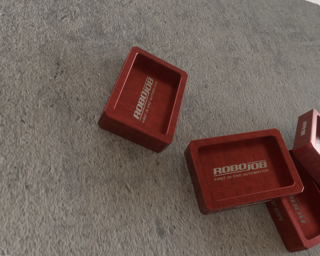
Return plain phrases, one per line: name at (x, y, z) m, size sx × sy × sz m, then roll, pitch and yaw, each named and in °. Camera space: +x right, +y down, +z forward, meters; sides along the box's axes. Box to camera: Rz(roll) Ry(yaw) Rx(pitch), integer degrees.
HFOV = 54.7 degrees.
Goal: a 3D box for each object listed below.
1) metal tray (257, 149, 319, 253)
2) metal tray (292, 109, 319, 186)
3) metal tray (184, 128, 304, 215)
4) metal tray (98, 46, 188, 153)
metal tray at (0.193, 0.098, 0.443) m, size 0.091 × 0.030 × 0.130 m, roll -7°, pitch 65°, yaw -31°
metal tray at (0.256, 0.034, 0.490) m, size 0.090 × 0.030 × 0.131 m, roll 49°, pitch 38°, yaw -4°
metal tray at (0.106, 0.054, 0.400) m, size 0.131 × 0.030 × 0.090 m, roll -7°, pitch 64°, yaw -13°
metal tray at (-0.018, -0.041, 0.415) m, size 0.090 × 0.030 × 0.130 m, roll 25°, pitch 53°, yaw -13°
